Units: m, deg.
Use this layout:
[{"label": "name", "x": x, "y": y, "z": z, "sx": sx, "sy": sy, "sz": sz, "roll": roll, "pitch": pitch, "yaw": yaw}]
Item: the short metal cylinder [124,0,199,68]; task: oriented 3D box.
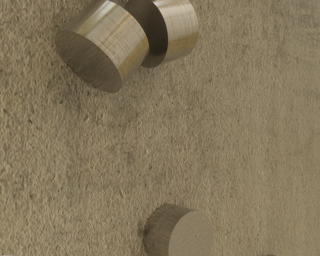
[{"label": "short metal cylinder", "x": -0.002, "y": -0.116, "z": 0.367, "sx": 0.050, "sy": 0.080, "sz": 0.080, "roll": -28, "pitch": 108, "yaw": -37}]

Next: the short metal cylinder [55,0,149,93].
[{"label": "short metal cylinder", "x": -0.059, "y": -0.082, "z": 0.319, "sx": 0.080, "sy": 0.080, "sz": 0.050, "roll": 49, "pitch": 61, "yaw": -29}]

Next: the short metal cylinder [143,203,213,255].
[{"label": "short metal cylinder", "x": 0.025, "y": 0.145, "z": 0.409, "sx": 0.081, "sy": 0.050, "sz": 0.080, "roll": 0, "pitch": 90, "yaw": -40}]
